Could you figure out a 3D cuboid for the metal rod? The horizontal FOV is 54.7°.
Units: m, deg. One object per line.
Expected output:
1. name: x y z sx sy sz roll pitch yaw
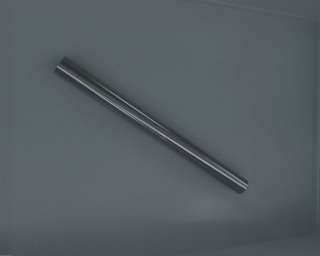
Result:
1. metal rod: 0.001 0.005 0.410 0.301 0.025 0.025 34 79 -17
